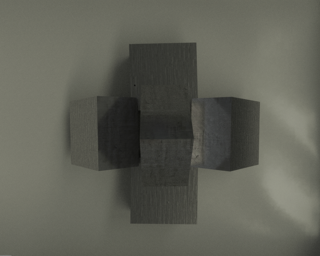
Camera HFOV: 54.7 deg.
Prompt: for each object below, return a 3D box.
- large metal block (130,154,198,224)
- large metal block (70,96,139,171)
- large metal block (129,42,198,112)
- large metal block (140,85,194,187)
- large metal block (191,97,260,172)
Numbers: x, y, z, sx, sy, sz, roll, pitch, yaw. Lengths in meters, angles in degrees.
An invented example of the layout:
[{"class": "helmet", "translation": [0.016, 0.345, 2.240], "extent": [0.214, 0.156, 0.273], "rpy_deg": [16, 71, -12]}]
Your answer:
[{"class": "large metal block", "translation": [0.005, 0.076, 0.398], "extent": [0.081, 0.050, 0.080], "rpy_deg": [1, 90, 0]}, {"class": "large metal block", "translation": [-0.069, 0.005, 0.374], "extent": [0.050, 0.080, 0.080], "rpy_deg": [-2, 91, -36]}, {"class": "large metal block", "translation": [0.004, -0.062, 0.395], "extent": [0.081, 0.050, 0.080], "rpy_deg": [-1, 90, 0]}, {"class": "large metal block", "translation": [0.005, 0.009, 0.343], "extent": [0.050, 0.080, 0.080], "rpy_deg": [-1, 46, -1]}, {"class": "large metal block", "translation": [0.081, 0.006, 0.376], "extent": [0.050, 0.081, 0.080], "rpy_deg": [2, 91, 39]}]
